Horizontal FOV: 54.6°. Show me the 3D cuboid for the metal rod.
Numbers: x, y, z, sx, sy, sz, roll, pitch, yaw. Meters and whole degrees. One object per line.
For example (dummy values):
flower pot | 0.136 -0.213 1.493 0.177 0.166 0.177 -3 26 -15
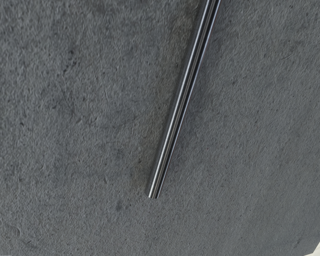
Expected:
metal rod | 0.027 -0.034 0.399 0.025 0.025 0.298 2 118 -29
